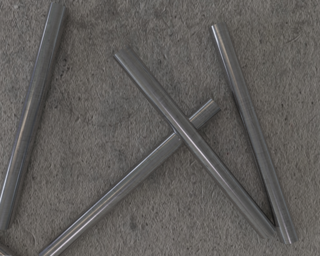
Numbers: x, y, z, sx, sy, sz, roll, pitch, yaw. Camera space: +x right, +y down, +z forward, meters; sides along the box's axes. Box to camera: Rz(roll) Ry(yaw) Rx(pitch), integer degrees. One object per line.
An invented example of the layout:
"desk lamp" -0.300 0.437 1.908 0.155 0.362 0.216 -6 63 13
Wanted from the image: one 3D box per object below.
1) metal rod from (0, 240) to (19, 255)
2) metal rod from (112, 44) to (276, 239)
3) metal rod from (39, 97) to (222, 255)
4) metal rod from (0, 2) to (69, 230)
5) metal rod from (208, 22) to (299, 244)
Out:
"metal rod" -0.145 0.221 0.408 0.300 0.025 0.025 40 90 0
"metal rod" 0.048 0.024 0.387 0.025 0.025 0.300 -40 99 0
"metal rod" -0.039 0.069 0.409 0.300 0.025 0.025 -42 90 0
"metal rod" -0.171 -0.015 0.408 0.025 0.025 0.298 15 90 0
"metal rod" 0.124 0.006 0.410 0.025 0.025 0.299 -19 90 0
